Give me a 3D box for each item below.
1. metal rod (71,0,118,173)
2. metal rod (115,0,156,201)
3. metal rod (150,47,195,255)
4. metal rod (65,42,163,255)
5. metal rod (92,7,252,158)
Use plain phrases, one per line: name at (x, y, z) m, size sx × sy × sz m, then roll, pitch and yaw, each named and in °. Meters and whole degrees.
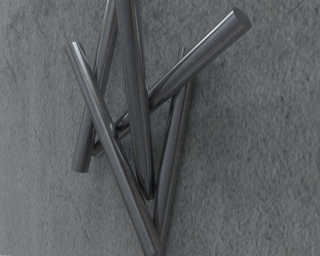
metal rod at (-0.087, -0.082, 0.454) m, size 0.025 × 0.025 × 0.298 m, roll 14°, pitch 93°, yaw 39°
metal rod at (-0.027, -0.044, 0.355) m, size 0.025 × 0.025 × 0.298 m, roll 17°, pitch 123°, yaw 38°
metal rod at (0.012, 0.051, 0.393) m, size 0.025 × 0.025 × 0.298 m, roll 15°, pitch 100°, yaw 38°
metal rod at (-0.066, 0.017, 0.410) m, size 0.025 × 0.025 × 0.299 m, roll -33°, pitch 74°, yaw 35°
metal rod at (-0.011, -0.033, 0.385) m, size 0.299 × 0.025 × 0.025 m, roll -38°, pitch 67°, yaw 42°
